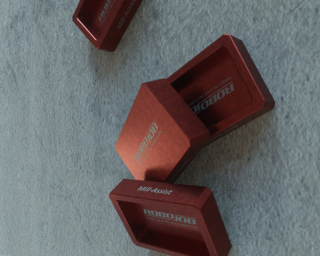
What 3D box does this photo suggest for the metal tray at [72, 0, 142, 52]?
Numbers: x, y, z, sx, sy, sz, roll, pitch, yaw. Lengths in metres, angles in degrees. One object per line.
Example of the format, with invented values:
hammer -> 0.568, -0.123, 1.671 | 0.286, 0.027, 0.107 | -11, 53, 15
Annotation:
metal tray -> -0.074, -0.192, 0.459 | 0.090, 0.030, 0.129 | 50, 119, 28

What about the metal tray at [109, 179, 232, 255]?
metal tray -> 0.009, 0.108, 0.364 | 0.130, 0.030, 0.090 | -2, 119, 39

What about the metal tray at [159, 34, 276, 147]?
metal tray -> 0.051, -0.032, 0.357 | 0.130, 0.030, 0.090 | -34, 69, 34

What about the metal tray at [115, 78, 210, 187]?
metal tray -> -0.004, 0.017, 0.372 | 0.090, 0.030, 0.129 | 53, 140, 21
